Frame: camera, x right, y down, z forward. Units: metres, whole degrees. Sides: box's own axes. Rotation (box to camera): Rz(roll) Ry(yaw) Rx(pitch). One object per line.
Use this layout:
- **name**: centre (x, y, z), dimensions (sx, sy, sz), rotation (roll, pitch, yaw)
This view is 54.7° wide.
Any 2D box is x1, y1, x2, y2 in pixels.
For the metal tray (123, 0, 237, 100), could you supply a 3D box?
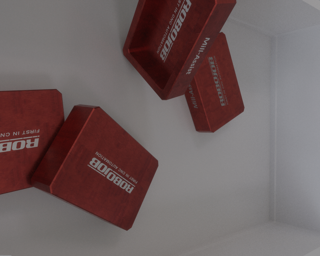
- **metal tray**: centre (0.012, -0.105, 0.330), dimensions (0.030, 0.129, 0.090), rotation (-21, 63, -38)

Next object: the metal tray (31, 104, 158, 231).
- **metal tray**: centre (-0.059, 0.046, 0.331), dimensions (0.130, 0.030, 0.090), rotation (48, 59, -47)

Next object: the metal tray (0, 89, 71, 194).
- **metal tray**: centre (-0.152, 0.013, 0.276), dimensions (0.131, 0.030, 0.089), rotation (-9, 96, -40)

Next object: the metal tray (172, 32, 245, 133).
- **metal tray**: centre (0.076, -0.068, 0.467), dimensions (0.091, 0.030, 0.129), rotation (-31, 109, -36)
